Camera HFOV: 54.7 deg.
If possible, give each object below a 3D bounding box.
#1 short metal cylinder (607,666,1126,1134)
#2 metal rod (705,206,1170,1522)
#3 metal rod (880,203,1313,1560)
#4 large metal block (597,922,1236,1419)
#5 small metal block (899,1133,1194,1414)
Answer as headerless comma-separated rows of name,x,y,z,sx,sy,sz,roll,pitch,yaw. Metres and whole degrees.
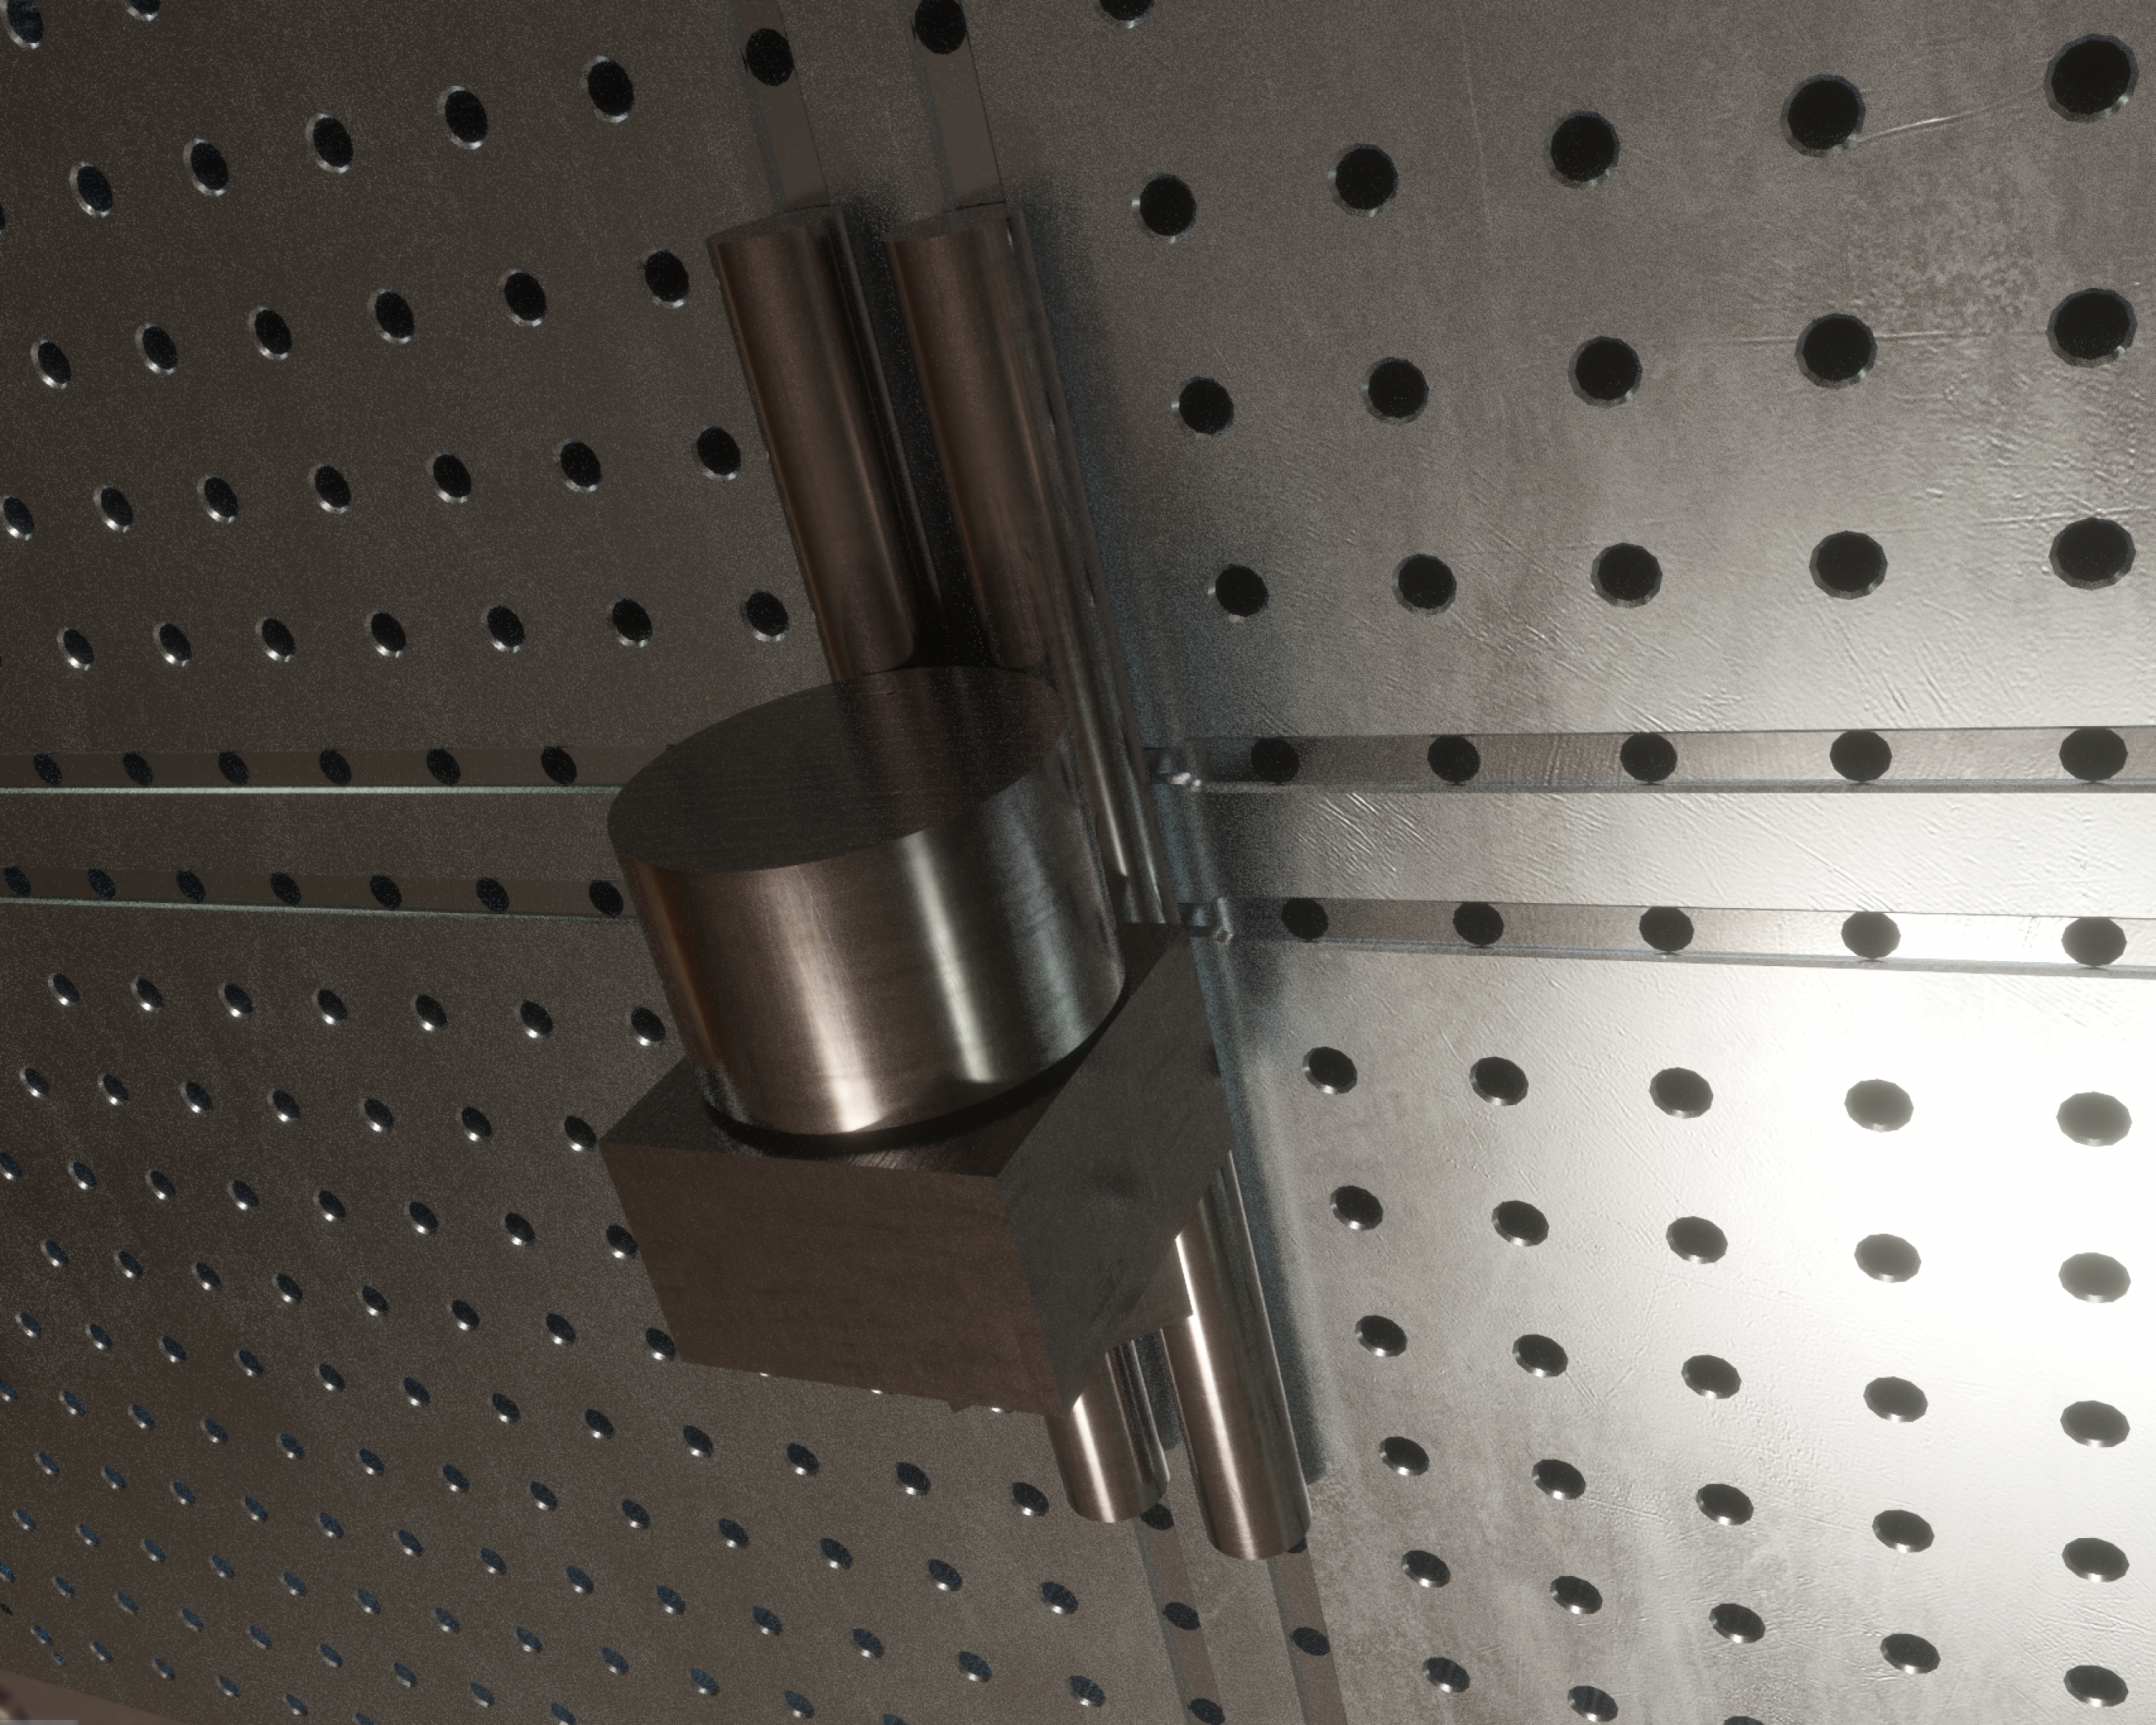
short metal cylinder,-0.036,0.004,0.368,0.080,0.080,0.050,1,119,27
metal rod,-0.022,0.018,0.434,0.025,0.025,0.298,1,119,27
metal rod,0.010,0.022,0.419,0.025,0.025,0.298,1,119,27
large metal block,-0.026,0.052,0.388,0.080,0.080,0.050,1,119,27
small metal block,-0.011,0.077,0.418,0.050,0.050,0.025,-19,116,-13
